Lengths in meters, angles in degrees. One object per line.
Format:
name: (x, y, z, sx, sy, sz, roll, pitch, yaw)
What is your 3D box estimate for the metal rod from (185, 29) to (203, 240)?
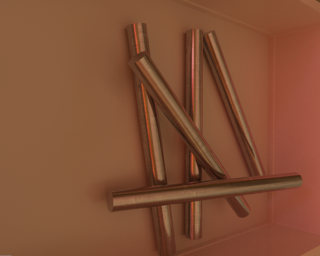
metal rod: (0.049, 0.009, 0.450, 0.025, 0.025, 0.298, 0, 90, -40)

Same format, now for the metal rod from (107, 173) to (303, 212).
metal rod: (0.078, 0.082, 0.418, 0.303, 0.025, 0.025, 0, 90, -27)

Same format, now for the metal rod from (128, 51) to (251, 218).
metal rod: (0.053, 0.026, 0.418, 0.025, 0.025, 0.300, -53, 123, -27)

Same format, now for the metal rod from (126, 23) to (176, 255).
metal rod: (-0.010, 0.020, 0.400, 0.025, 0.025, 0.298, -13, 98, -40)

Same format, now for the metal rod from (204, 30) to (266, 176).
metal rod: (0.130, -0.016, 0.518, 0.025, 0.025, 0.299, -39, 114, -33)
